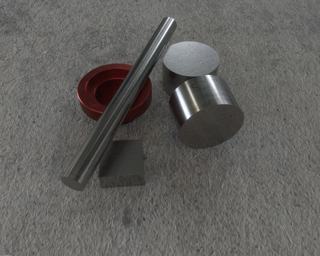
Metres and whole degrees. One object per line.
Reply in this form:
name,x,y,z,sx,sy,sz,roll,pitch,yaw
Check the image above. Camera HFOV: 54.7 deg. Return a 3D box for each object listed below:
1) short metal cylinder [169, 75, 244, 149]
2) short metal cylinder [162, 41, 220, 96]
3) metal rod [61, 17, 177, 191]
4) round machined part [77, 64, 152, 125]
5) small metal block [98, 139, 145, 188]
short metal cylinder,0.056,-0.019,0.383,0.081,0.080,0.050,-10,51,-9
short metal cylinder,0.044,-0.083,0.457,0.081,0.050,0.080,0,50,0
metal rod,-0.035,-0.054,0.393,0.025,0.025,0.301,15,52,12
round machined part,-0.060,-0.042,0.427,0.099,0.042,0.098,0,50,0
small metal block,-0.044,0.042,0.368,0.050,0.025,0.050,-3,50,-3
